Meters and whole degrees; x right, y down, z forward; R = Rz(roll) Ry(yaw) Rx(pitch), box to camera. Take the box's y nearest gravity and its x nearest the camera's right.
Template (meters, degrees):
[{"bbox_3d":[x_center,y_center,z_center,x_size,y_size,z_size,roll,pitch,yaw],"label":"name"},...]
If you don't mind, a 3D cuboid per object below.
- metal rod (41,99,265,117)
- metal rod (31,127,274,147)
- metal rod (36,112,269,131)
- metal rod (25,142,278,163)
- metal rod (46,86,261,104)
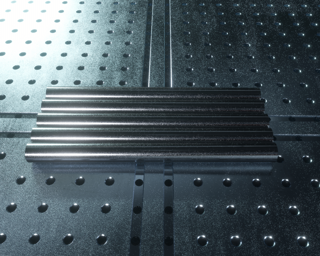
[{"bbox_3d":[-0.009,-0.027,0.430,0.302,0.025,0.025,0,50,0],"label":"metal rod"},{"bbox_3d":[-0.009,0.012,0.397,0.302,0.025,0.025,0,50,0],"label":"metal rod"},{"bbox_3d":[-0.009,-0.008,0.414,0.302,0.025,0.025,0,50,0],"label":"metal rod"},{"bbox_3d":[-0.009,0.030,0.382,0.302,0.025,0.025,0,50,-1],"label":"metal rod"},{"bbox_3d":[-0.009,-0.047,0.447,0.302,0.025,0.025,0,50,0],"label":"metal rod"}]
